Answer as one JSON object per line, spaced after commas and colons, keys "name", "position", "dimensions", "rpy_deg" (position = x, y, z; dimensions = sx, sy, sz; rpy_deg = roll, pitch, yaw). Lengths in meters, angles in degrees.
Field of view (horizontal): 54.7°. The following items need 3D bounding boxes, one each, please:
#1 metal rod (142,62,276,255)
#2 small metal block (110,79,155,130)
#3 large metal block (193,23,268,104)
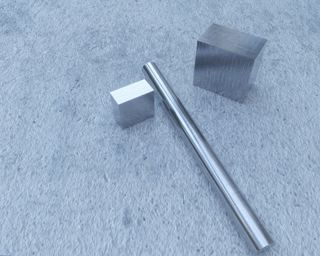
{"name": "metal rod", "position": [0.043, 0.013, 0.391], "dimensions": [0.025, 0.025, 0.300], "rpy_deg": [-18, 52, -15]}
{"name": "small metal block", "position": [-0.036, -0.031, 0.412], "dimensions": [0.050, 0.050, 0.025], "rpy_deg": [-24, 54, -19]}
{"name": "large metal block", "position": [0.098, -0.093, 0.446], "dimensions": [0.080, 0.080, 0.050], "rpy_deg": [25, 54, 19]}
